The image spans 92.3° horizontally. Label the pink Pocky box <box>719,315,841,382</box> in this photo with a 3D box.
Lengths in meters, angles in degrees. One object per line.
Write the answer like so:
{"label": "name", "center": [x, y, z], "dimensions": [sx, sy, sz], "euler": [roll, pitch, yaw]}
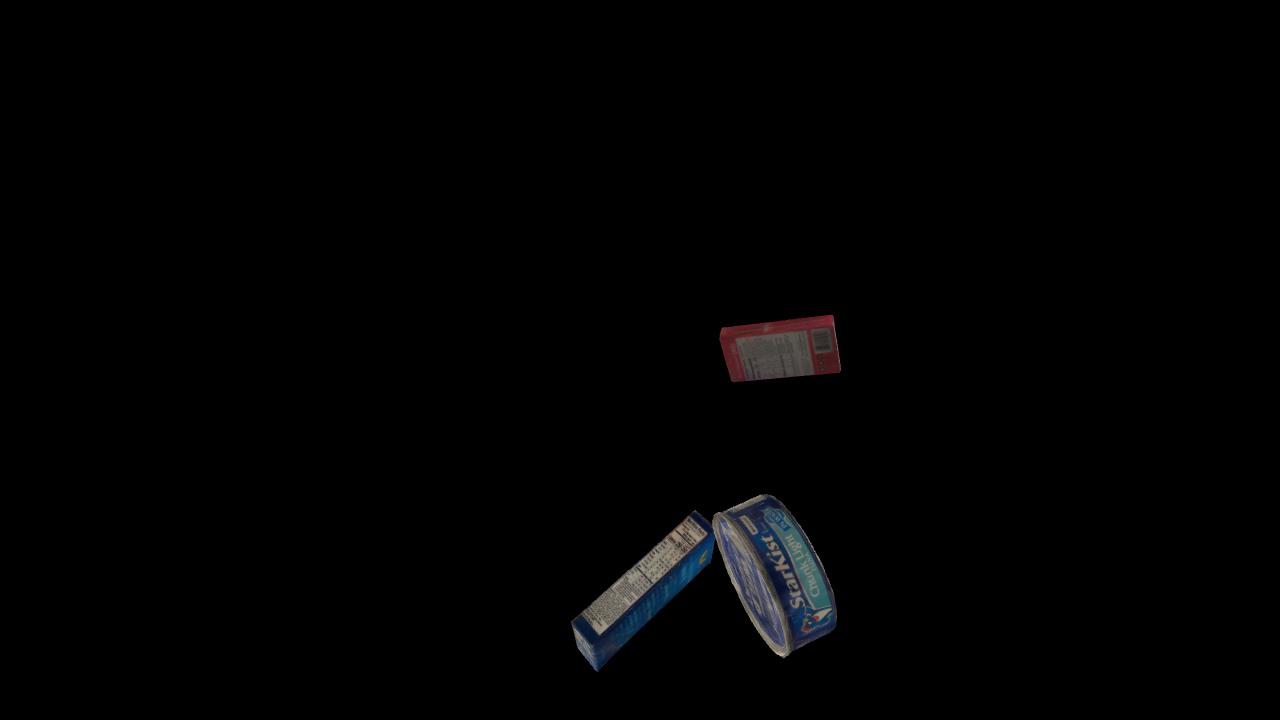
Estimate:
{"label": "pink Pocky box", "center": [0.195, -0.014, 0.857], "dimensions": [0.155, 0.084, 0.029], "euler": [-6, 36, 21]}

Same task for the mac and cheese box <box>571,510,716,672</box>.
{"label": "mac and cheese box", "center": [0.008, 0.257, 0.689], "dimensions": [0.184, 0.093, 0.041], "euler": [-35, 56, -26]}

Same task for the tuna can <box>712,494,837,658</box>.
{"label": "tuna can", "center": [0.076, 0.121, 0.352], "dimensions": [0.034, 0.084, 0.084], "euler": [-21, 4, -11]}
